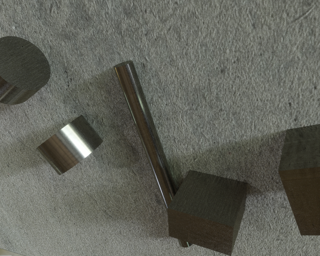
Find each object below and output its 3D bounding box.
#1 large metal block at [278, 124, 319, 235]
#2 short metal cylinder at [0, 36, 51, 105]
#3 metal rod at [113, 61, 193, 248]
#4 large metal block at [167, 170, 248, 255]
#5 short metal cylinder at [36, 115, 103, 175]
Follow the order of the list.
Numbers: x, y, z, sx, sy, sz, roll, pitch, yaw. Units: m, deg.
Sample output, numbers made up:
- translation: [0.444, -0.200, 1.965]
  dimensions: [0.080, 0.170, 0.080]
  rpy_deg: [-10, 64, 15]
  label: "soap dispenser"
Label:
- translation: [0.163, 0.050, 0.317]
  dimensions: [0.050, 0.080, 0.080]
  rpy_deg: [-13, 112, 33]
  label: "large metal block"
- translation: [-0.202, -0.079, 0.429]
  dimensions: [0.050, 0.080, 0.080]
  rpy_deg: [-26, 105, 37]
  label: "short metal cylinder"
- translation: [-0.001, 0.051, 0.439]
  dimensions: [0.025, 0.025, 0.298]
  rpy_deg: [-5, 116, 30]
  label: "metal rod"
- translation: [0.064, 0.106, 0.403]
  dimensions: [0.080, 0.080, 0.050]
  rpy_deg: [10, 123, 22]
  label: "large metal block"
- translation: [-0.132, 0.024, 0.456]
  dimensions: [0.080, 0.080, 0.050]
  rpy_deg: [-30, 102, 37]
  label: "short metal cylinder"
